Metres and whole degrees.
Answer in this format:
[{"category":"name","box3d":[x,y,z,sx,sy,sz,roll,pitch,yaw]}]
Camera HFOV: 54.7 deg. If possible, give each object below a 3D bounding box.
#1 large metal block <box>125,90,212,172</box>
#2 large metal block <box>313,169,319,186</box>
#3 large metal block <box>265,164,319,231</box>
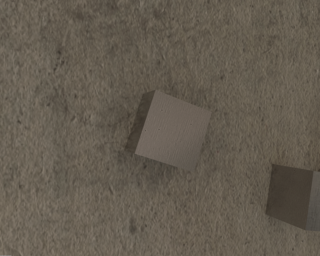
[{"category":"large metal block","box3d":[0.010,0.005,0.400,0.081,0.050,0.080,20,83,-19]},{"category":"large metal block","box3d":[0.320,0.084,0.517,0.080,0.050,0.080,-45,105,-15]},{"category":"large metal block","box3d":[0.209,0.101,0.459,0.050,0.080,0.080,11,87,-20]}]
